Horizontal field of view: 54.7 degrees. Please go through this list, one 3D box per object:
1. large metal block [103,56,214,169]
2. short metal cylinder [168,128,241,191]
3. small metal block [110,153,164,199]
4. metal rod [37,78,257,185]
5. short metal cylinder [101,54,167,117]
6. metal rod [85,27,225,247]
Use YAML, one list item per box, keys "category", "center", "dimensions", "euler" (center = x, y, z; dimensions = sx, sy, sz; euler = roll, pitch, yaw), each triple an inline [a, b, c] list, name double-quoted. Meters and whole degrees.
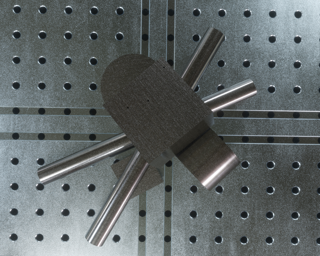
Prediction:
- category: "large metal block"
  center: [0.001, -0.014, 0.334]
  dimensions: [0.080, 0.050, 0.080]
  euler: [-40, 73, 1]
- category: "short metal cylinder"
  center: [0.052, 0.031, 0.383]
  dimensions: [0.050, 0.080, 0.080]
  euler: [-43, 90, 1]
- category: "small metal block"
  center: [-0.030, 0.059, 0.410]
  dimensions: [0.050, 0.025, 0.050]
  euler: [-28, 90, 0]
- category: "metal rod"
  center: [-0.016, 0.005, 0.409]
  dimensions: [0.301, 0.025, 0.025]
  euler: [-23, 90, 0]
- category: "short metal cylinder"
  center: [-0.031, -0.050, 0.397]
  dimensions: [0.081, 0.050, 0.079]
  euler: [0, 90, 0]
- category: "metal rod"
  center: [-0.006, 0.010, 0.385]
  dimensions: [0.025, 0.025, 0.299]
  euler: [31, 89, 0]
